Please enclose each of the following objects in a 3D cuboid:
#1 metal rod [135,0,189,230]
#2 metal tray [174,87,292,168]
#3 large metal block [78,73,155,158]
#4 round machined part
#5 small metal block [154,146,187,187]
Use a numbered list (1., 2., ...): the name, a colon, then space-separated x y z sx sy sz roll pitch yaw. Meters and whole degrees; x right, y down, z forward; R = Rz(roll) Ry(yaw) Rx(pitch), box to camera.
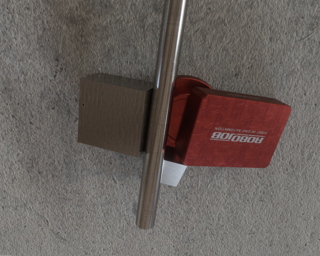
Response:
1. metal rod: 0.000 -0.015 0.361 0.025 0.025 0.298 7 108 -3
2. metal tray: 0.091 0.003 0.387 0.131 0.030 0.089 5 112 -24
3. large metal block: -0.050 -0.018 0.379 0.080 0.050 0.079 13 111 14
4. round machined part: 0.031 -0.015 0.396 0.099 0.042 0.097 0 110 0
5. small metal block: 0.006 0.050 0.419 0.050 0.025 0.050 15 135 -5
